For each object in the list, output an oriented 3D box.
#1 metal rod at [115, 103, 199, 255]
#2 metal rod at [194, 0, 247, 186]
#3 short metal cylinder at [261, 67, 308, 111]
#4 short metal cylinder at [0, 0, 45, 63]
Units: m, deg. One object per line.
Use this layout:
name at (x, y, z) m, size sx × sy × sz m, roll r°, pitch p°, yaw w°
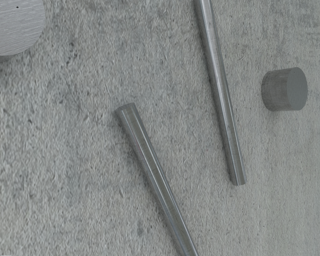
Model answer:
metal rod at (0.012, 0.106, 0.414) m, size 0.025 × 0.025 × 0.299 m, roll -35°, pitch 112°, yaw -34°
metal rod at (0.097, -0.051, 0.485) m, size 0.025 × 0.025 × 0.298 m, roll -23°, pitch 105°, yaw -38°
short metal cylinder at (0.236, -0.072, 0.587) m, size 0.081 × 0.050 × 0.079 m, roll 0°, pitch 90°, yaw -40°
short metal cylinder at (-0.148, -0.098, 0.264) m, size 0.081 × 0.050 × 0.079 m, roll 0°, pitch 90°, yaw -40°
